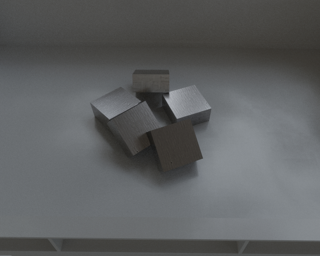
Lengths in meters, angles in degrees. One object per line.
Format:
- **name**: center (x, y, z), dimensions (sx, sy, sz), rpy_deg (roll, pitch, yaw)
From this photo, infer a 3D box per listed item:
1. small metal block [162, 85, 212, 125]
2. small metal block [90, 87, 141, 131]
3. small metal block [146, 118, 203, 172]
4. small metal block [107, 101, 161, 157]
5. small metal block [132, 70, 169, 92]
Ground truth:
- **small metal block**: center (0.036, -0.029, 0.429), dimensions (0.050, 0.025, 0.050), rpy_deg (-17, 52, -14)
- **small metal block**: center (-0.058, -0.026, 0.420), dimensions (0.050, 0.025, 0.050), rpy_deg (-32, 46, -24)
- **small metal block**: center (0.017, 0.021, 0.371), dimensions (0.050, 0.025, 0.050), rpy_deg (-17, 89, -14)
- **small metal block**: center (-0.029, 0.002, 0.388), dimensions (0.050, 0.025, 0.050), rpy_deg (-32, 93, -24)
- **small metal block**: center (-0.012, -0.069, 0.448), dimensions (0.050, 0.025, 0.050), rpy_deg (0, 18, 0)
